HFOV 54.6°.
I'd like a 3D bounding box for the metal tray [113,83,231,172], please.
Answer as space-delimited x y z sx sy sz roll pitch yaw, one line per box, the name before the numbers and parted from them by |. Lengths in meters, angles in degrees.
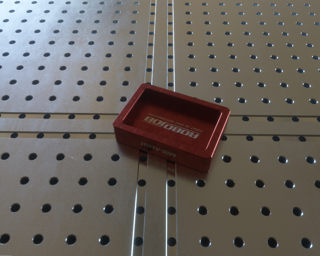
metal tray | 0.016 -0.005 0.408 0.130 0.030 0.090 19 52 15
